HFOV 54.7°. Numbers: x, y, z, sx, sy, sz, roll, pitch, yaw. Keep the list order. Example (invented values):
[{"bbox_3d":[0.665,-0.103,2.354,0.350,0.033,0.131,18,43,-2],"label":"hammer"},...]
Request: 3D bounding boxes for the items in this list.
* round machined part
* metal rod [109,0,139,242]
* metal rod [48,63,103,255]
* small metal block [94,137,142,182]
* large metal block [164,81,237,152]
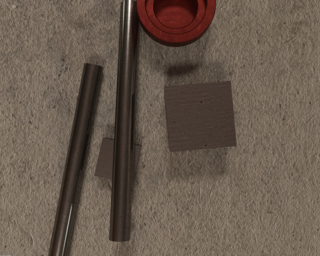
[{"bbox_3d":[0.020,-0.154,0.402,0.099,0.042,0.097,0,90,-1],"label":"round machined part"},{"bbox_3d":[-0.044,-0.015,0.389,0.025,0.025,0.298,2,82,-1],"label":"metal rod"},{"bbox_3d":[-0.115,0.064,0.408,0.025,0.025,0.298,11,90,-1],"label":"metal rod"},{"bbox_3d":[-0.054,0.042,0.409,0.050,0.025,0.050,13,90,-1],"label":"small metal block"},{"bbox_3d":[0.049,-0.014,0.398,0.081,0.050,0.079,-5,90,-1],"label":"large metal block"}]
